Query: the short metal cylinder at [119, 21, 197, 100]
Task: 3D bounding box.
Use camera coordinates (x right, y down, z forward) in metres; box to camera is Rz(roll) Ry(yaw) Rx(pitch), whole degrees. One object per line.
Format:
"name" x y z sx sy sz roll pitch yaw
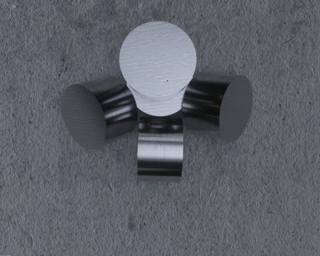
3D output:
"short metal cylinder" -0.002 -0.072 0.348 0.081 0.050 0.079 0 90 -1

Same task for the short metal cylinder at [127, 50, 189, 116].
"short metal cylinder" 0.000 -0.054 0.399 0.081 0.050 0.079 0 90 -1

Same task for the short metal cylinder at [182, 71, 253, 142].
"short metal cylinder" 0.072 -0.027 0.379 0.050 0.080 0.080 15 90 38

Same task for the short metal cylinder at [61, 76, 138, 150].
"short metal cylinder" -0.074 -0.019 0.378 0.080 0.050 0.079 17 118 35

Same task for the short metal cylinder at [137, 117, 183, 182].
"short metal cylinder" 0.000 0.026 0.383 0.050 0.080 0.079 2 90 0
